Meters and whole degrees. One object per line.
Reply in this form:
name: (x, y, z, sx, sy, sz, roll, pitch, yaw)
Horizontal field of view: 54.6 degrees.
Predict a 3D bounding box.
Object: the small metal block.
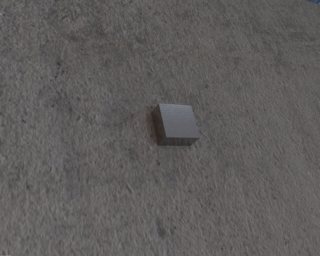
small metal block: (0.020, -0.004, 0.417, 0.050, 0.025, 0.050, 2, 61, -27)
